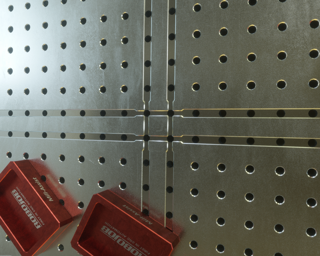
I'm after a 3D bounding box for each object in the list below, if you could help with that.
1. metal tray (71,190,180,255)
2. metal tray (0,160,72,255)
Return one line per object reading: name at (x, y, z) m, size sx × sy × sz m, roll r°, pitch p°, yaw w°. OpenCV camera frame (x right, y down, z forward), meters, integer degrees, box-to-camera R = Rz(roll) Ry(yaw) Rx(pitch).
metal tray at (-0.050, 0.157, 0.428) m, size 0.130 × 0.030 × 0.090 m, roll 29°, pitch 99°, yaw 17°
metal tray at (-0.209, 0.125, 0.484) m, size 0.090 × 0.030 × 0.130 m, roll -46°, pitch 76°, yaw 14°
